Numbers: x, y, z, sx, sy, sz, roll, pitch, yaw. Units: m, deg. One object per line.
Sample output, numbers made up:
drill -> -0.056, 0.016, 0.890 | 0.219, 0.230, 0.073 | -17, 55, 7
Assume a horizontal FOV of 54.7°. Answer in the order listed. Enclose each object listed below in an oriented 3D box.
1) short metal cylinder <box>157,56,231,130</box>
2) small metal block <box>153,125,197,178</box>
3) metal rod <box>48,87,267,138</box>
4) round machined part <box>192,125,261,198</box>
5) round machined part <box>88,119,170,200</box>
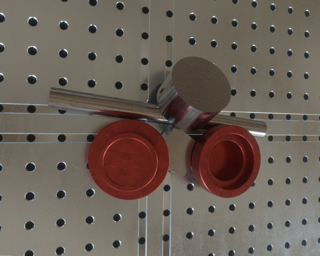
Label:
short metal cylinder -> 0.042, -0.044, 0.395 | 0.081, 0.050, 0.080 | 10, 61, -19
small metal block -> 0.021, 0.031, 0.417 | 0.050, 0.025, 0.050 | 38, 78, -16
metal rod -> 0.012, -0.017, 0.413 | 0.302, 0.025, 0.025 | 8, 88, -20
round machined part -> 0.087, 0.044, 0.430 | 0.099, 0.042, 0.097 | -1, 93, -23
round machined part -> -0.037, 0.038, 0.372 | 0.099, 0.042, 0.097 | 0, 91, -2
